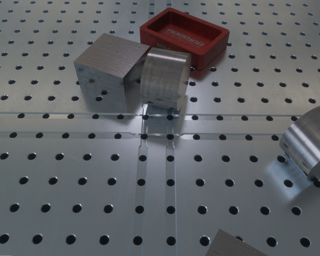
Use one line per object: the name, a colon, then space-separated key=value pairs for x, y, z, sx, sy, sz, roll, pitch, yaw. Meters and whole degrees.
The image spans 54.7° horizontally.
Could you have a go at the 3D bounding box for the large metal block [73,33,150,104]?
large metal block: x=-0.068 y=-0.092 z=0.468 sx=0.080 sy=0.050 sz=0.080 roll=20 pitch=53 yaw=16

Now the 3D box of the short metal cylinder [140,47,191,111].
short metal cylinder: x=0.009 y=-0.068 z=0.429 sx=0.050 sy=0.080 sz=0.080 roll=13 pitch=51 yaw=10

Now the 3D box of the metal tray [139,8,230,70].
metal tray: x=0.041 y=-0.158 z=0.537 sx=0.130 sy=0.030 sz=0.090 roll=30 pitch=56 yaw=23

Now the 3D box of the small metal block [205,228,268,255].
small metal block: x=0.067 y=0.134 z=0.295 sx=0.050 sy=0.025 sz=0.050 roll=26 pitch=54 yaw=20

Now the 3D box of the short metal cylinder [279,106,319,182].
short metal cylinder: x=0.189 y=0.018 z=0.358 sx=0.081 sy=0.080 sz=0.050 roll=-18 pitch=53 yaw=-15
